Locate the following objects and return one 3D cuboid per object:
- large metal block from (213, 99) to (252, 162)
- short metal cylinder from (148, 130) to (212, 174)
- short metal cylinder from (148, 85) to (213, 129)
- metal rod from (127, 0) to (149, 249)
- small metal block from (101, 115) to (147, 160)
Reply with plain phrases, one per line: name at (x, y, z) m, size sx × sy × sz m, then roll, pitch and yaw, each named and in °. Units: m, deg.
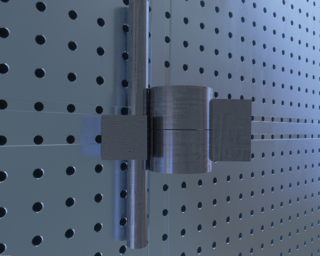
large metal block at (0.090, 0.003, 0.435) m, size 0.050 × 0.080 × 0.079 m, roll 1°, pitch 90°, yaw -2°
short metal cylinder at (0.025, 0.027, 0.390) m, size 0.081 × 0.080 × 0.050 m, roll 1°, pitch 90°, yaw -40°
short metal cylinder at (0.025, -0.023, 0.390) m, size 0.081 × 0.080 × 0.050 m, roll 1°, pitch 90°, yaw -40°
metal rod at (-0.027, -0.005, 0.381) m, size 0.025 × 0.025 × 0.298 m, roll 1°, pitch 90°, yaw -40°
small metal block at (-0.041, 0.011, 0.356) m, size 0.050 × 0.025 × 0.050 m, roll 0°, pitch 89°, yaw -5°
